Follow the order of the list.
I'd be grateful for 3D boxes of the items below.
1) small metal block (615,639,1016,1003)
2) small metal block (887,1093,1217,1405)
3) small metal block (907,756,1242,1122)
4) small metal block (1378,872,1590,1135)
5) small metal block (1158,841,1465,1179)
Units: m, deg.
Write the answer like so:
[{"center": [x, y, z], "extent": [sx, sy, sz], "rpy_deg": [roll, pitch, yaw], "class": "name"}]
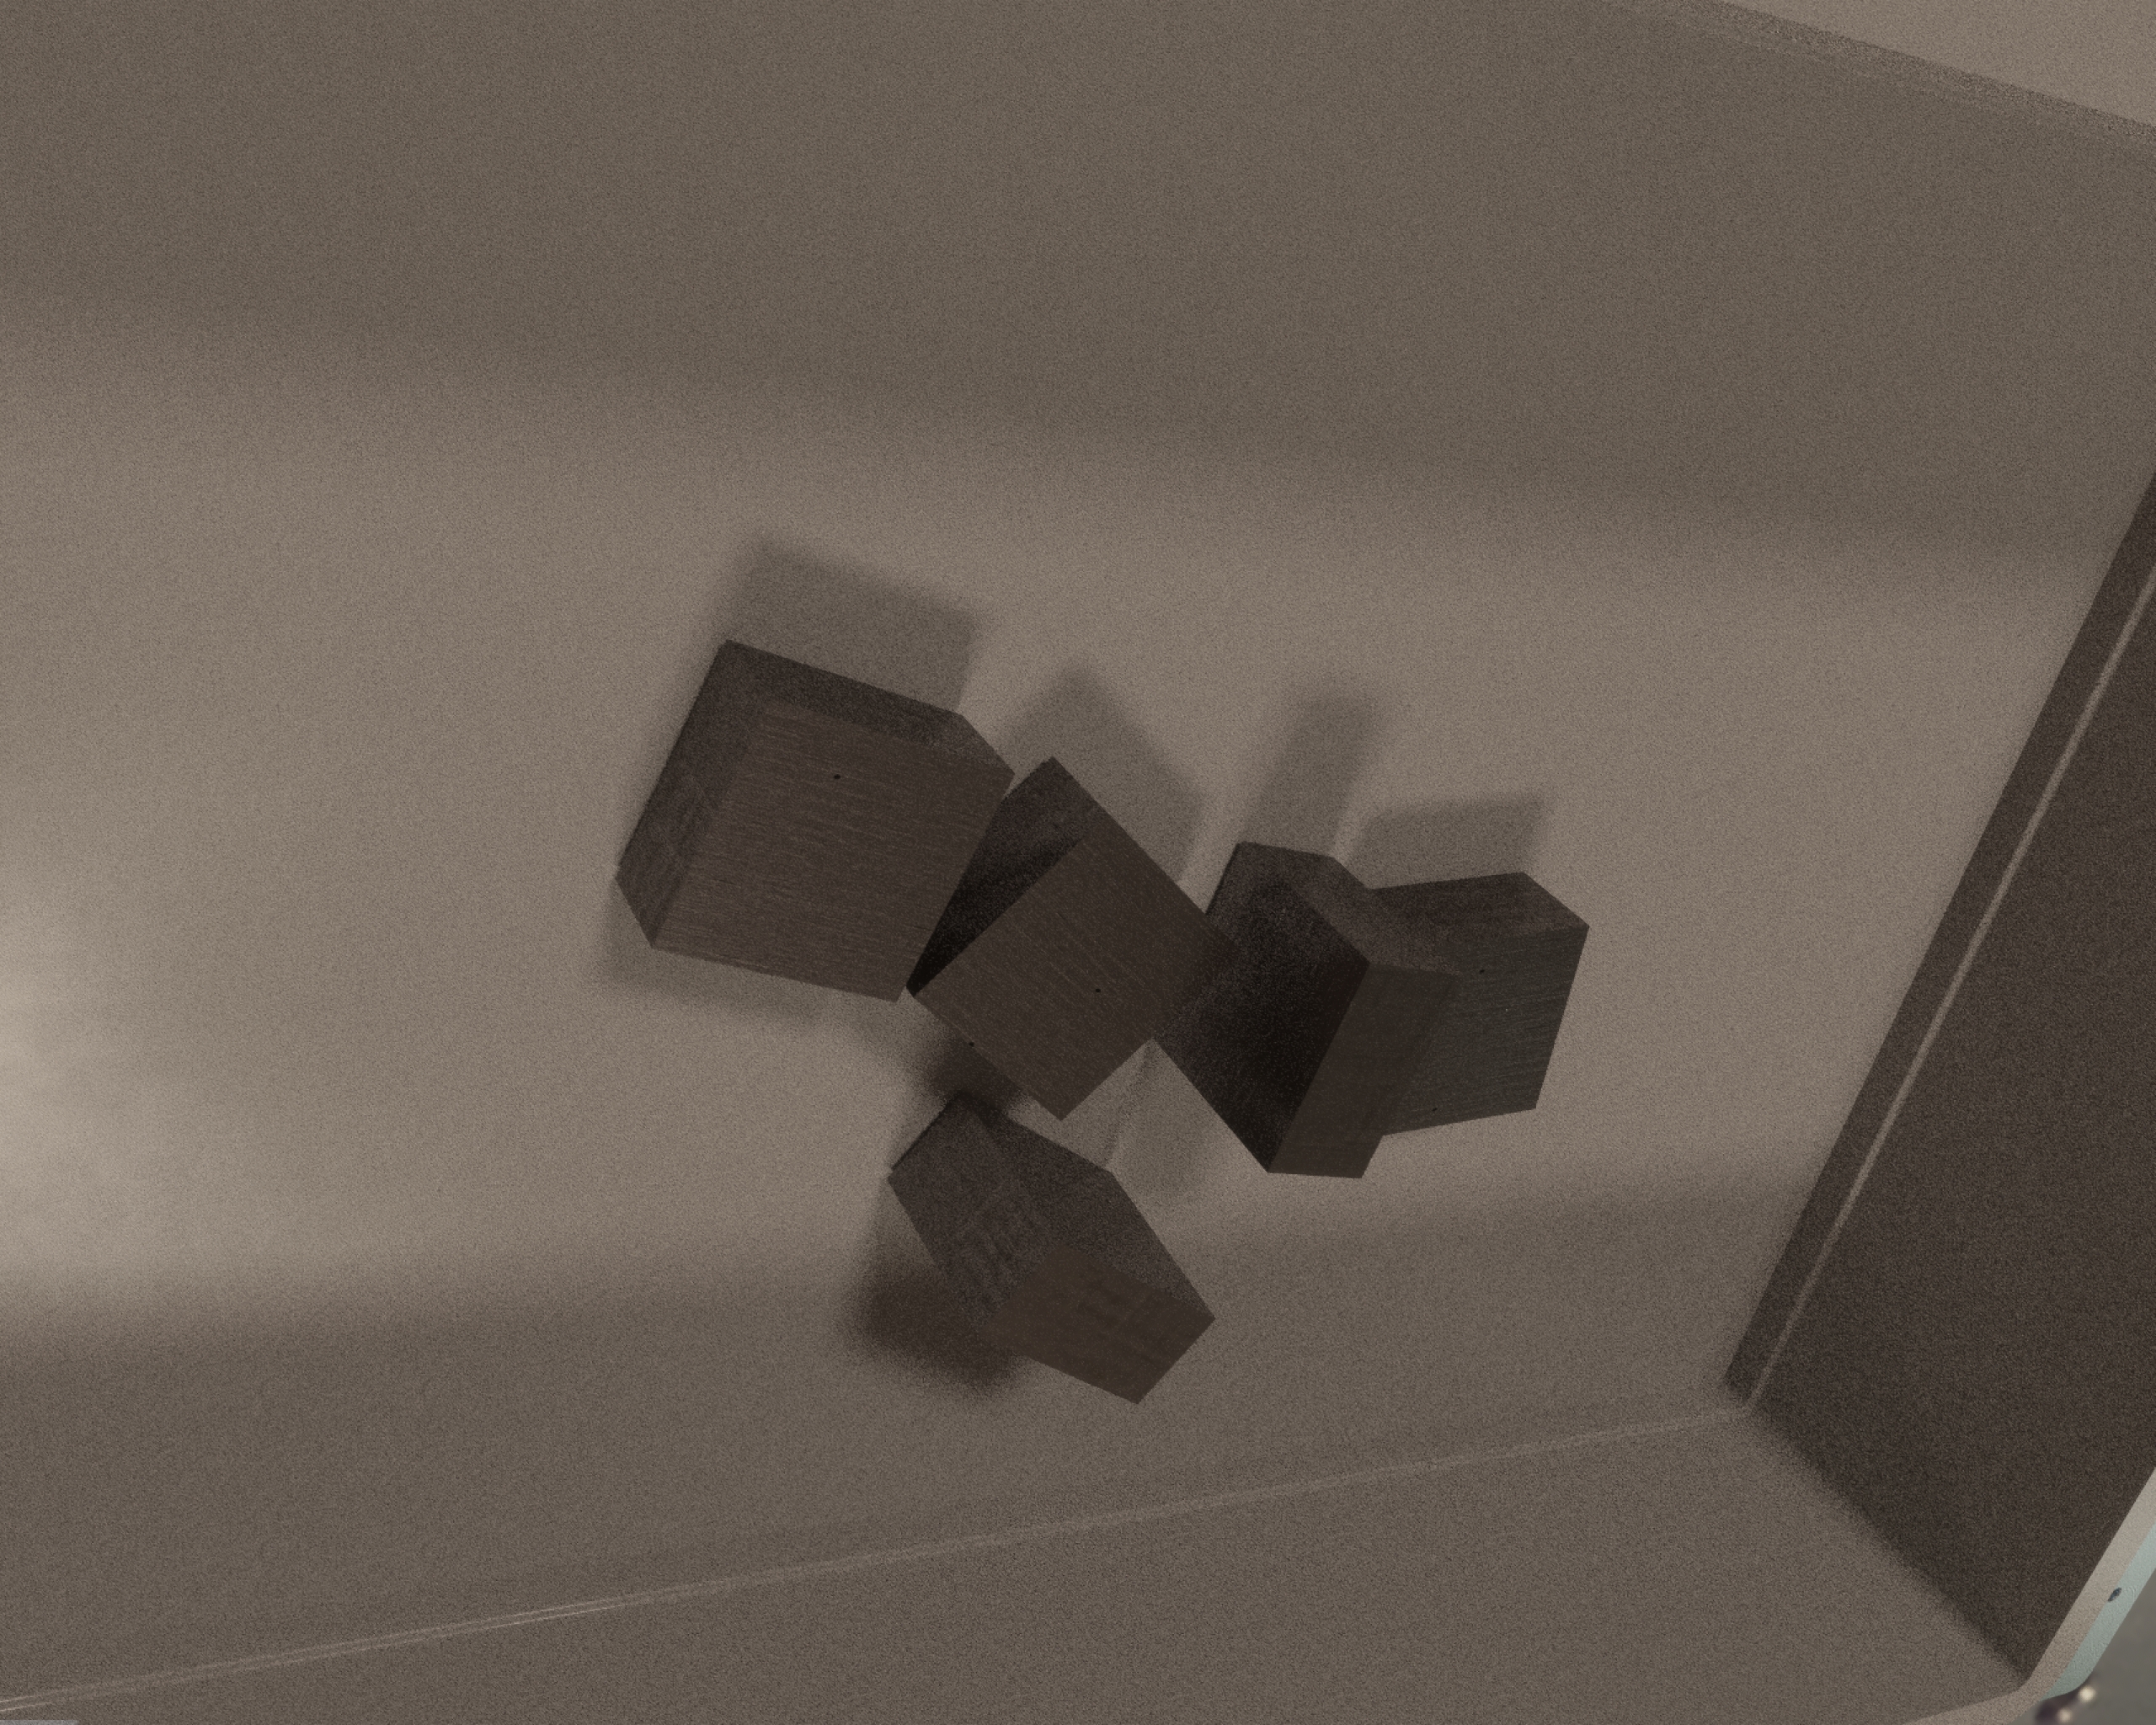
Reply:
[{"center": [-0.048, -0.006, 0.377], "extent": [0.050, 0.025, 0.050], "rpy_deg": [16, 110, -35], "class": "small metal block"}, {"center": [-0.006, 0.081, 0.438], "extent": [0.025, 0.050, 0.050], "rpy_deg": [-49, 130, 7], "class": "small metal block"}, {"center": [-0.004, 0.016, 0.414], "extent": [0.050, 0.025, 0.050], "rpy_deg": [-43, 130, 1], "class": "small metal block"}, {"center": [0.082, 0.032, 0.473], "extent": [0.050, 0.025, 0.050], "rpy_deg": [-6, 121, -26], "class": "small metal block"}, {"center": [0.047, 0.031, 0.437], "extent": [0.025, 0.050, 0.050], "rpy_deg": [10, 114, -34], "class": "small metal block"}]
